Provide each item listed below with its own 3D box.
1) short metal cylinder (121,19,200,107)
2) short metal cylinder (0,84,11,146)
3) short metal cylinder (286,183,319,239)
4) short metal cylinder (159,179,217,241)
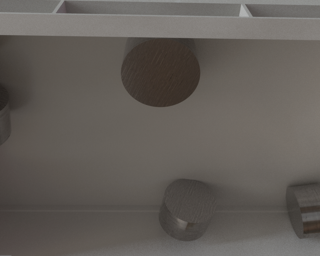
[{"bbox_3d":[0.001,-0.069,0.334,0.081,0.050,0.079,0,130,0],"label":"short metal cylinder"},{"bbox_3d":[-0.217,-0.015,0.357,0.081,0.080,0.050,10,129,-9],"label":"short metal cylinder"},{"bbox_3d":[0.237,0.130,0.487,0.050,0.080,0.080,-9,130,7],"label":"short metal cylinder"},{"bbox_3d":[0.042,0.126,0.482,0.081,0.080,0.050,7,130,-7],"label":"short metal cylinder"}]
